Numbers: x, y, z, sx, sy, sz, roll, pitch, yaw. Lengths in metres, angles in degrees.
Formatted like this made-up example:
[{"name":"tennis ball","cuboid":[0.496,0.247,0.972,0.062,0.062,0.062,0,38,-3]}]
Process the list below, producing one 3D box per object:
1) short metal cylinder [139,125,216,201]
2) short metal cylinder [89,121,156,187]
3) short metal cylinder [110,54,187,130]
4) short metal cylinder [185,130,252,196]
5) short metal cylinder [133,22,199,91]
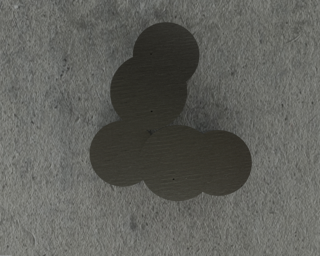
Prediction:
[{"name":"short metal cylinder","cuboid":[0.018,0.036,0.348,0.081,0.050,0.080,0,90,-1]},{"name":"short metal cylinder","cuboid":[-0.045,0.031,0.398,0.081,0.050,0.080,0,90,0]},{"name":"short metal cylinder","cuboid":[-0.012,-0.038,0.348,0.080,0.050,0.080,0,90,0]},{"name":"short metal cylinder","cuboid":[0.071,0.042,0.399,0.081,0.050,0.080,0,90,0]},{"name":"short metal cylinder","cuboid":[0.007,-0.088,0.399,0.081,0.050,0.080,0,90,0]}]
